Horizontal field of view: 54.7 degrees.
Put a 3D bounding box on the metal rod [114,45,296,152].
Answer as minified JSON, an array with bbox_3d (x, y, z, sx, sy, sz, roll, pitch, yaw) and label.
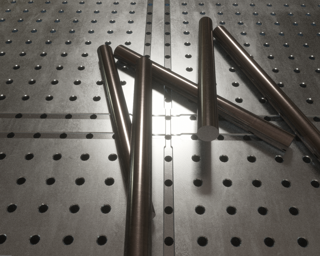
[{"bbox_3d":[0.049,-0.053,0.452,0.300,0.025,0.025,32,57,24],"label":"metal rod"}]

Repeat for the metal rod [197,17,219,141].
[{"bbox_3d":[0.069,-0.094,0.461,0.025,0.025,0.300,5,42,3],"label":"metal rod"}]

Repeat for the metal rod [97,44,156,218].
[{"bbox_3d":[-0.054,-0.017,0.420,0.025,0.025,0.300,-11,51,-10],"label":"metal rod"}]

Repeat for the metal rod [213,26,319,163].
[{"bbox_3d":[0.158,-0.064,0.463,0.025,0.025,0.300,-16,52,-13],"label":"metal rod"}]

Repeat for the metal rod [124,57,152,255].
[{"bbox_3d":[-0.022,0.015,0.363,0.025,0.025,0.300,0,48,-1],"label":"metal rod"}]
